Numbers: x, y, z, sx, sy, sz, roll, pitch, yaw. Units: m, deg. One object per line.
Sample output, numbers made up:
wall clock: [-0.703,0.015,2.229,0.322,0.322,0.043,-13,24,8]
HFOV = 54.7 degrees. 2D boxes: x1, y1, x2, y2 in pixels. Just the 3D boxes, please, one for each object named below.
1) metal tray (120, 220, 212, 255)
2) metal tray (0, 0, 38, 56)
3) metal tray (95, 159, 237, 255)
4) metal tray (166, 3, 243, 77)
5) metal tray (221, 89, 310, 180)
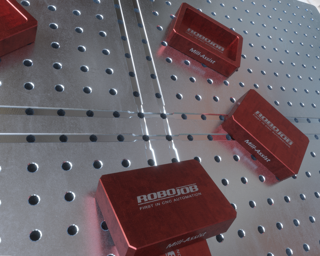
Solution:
metal tray: [0.017,0.166,0.314,0.091,0.030,0.130,-5,64,-31]
metal tray: [-0.227,-0.143,0.370,0.130,0.030,0.090,44,51,2]
metal tray: [0.007,0.084,0.338,0.131,0.030,0.090,-6,42,-31]
metal tray: [0.082,-0.156,0.546,0.131,0.030,0.090,26,53,-13]
metal tray: [0.171,0.008,0.494,0.130,0.030,0.090,42,51,0]
